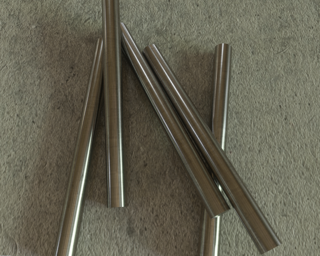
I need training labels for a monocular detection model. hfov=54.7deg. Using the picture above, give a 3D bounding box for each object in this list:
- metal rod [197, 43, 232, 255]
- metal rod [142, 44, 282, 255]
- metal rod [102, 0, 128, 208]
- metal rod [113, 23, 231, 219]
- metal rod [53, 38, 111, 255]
[{"bbox_3d":[0.073,0.024,0.399,0.025,0.025,0.299,7,70,2],"label":"metal rod"},{"bbox_3d":[0.050,0.006,0.383,0.025,0.025,0.299,-24,64,-9],"label":"metal rod"},{"bbox_3d":[-0.062,-0.049,0.410,0.025,0.025,0.299,-4,76,-1],"label":"metal rod"},{"bbox_3d":[0.003,-0.026,0.402,0.025,0.025,0.299,-24,67,-9],"label":"metal rod"},{"bbox_3d":[-0.096,0.016,0.401,0.025,0.025,0.299,5,70,2],"label":"metal rod"}]
